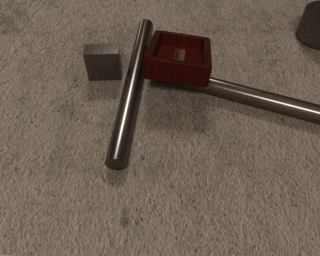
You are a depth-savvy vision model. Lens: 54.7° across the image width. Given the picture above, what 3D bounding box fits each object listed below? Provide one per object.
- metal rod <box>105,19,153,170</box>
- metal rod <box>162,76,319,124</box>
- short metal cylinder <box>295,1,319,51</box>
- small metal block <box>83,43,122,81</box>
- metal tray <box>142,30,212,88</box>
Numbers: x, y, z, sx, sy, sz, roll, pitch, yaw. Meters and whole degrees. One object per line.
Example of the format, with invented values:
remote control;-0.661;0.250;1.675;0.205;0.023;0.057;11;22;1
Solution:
metal rod;-0.039;-0.071;0.462;0.025;0.025;0.300;4;50;3
metal rod;0.136;-0.043;0.441;0.301;0.025;0.025;17;52;13
short metal cylinder;0.287;-0.179;0.542;0.081;0.050;0.080;0;50;0
small metal block;-0.085;-0.099;0.469;0.050;0.050;0.025;-2;50;-2
metal tray;0.029;-0.107;0.462;0.091;0.030;0.130;9;34;2
